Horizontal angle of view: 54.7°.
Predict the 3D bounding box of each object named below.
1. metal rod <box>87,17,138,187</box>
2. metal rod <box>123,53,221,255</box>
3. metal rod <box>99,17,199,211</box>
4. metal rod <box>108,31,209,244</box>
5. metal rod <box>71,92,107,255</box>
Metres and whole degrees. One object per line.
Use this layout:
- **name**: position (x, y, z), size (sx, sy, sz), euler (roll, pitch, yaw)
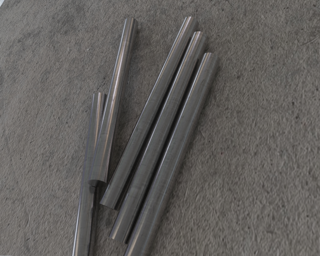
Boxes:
- **metal rod**: position (-0.064, -0.057, 0.463), size (0.025, 0.025, 0.300), euler (-9, 55, 23)
- **metal rod**: position (0.017, 0.035, 0.373), size (0.025, 0.025, 0.300), euler (9, 66, 32)
- **metal rod**: position (-0.007, -0.033, 0.427), size (0.025, 0.025, 0.300), euler (10, 67, 32)
- **metal rod**: position (0.006, -0.003, 0.402), size (0.025, 0.025, 0.300), euler (9, 66, 32)
- **metal rod**: position (-0.091, 0.080, 0.402), size (0.025, 0.025, 0.299), euler (-14, 56, 20)
